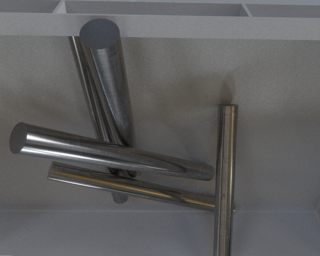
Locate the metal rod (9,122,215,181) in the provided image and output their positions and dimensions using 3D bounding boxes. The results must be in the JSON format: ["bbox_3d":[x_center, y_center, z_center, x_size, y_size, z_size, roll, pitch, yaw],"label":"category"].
[{"bbox_3d":[-0.019,0.038,0.355,0.025,0.025,0.301,-35,149,26],"label":"metal rod"}]

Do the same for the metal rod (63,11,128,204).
[{"bbox_3d":[-0.074,0.000,0.407,0.025,0.025,0.298,-3,130,2],"label":"metal rod"}]

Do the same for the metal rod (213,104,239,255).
[{"bbox_3d":[0.087,0.117,0.420,0.025,0.025,0.298,0,102,0],"label":"metal rod"}]

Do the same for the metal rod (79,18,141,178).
[{"bbox_3d":[-0.039,0.003,0.330,0.025,0.025,0.299,0,156,-1],"label":"metal rod"}]

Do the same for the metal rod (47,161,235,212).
[{"bbox_3d":[-0.012,0.096,0.466,0.302,0.025,0.025,17,128,-24],"label":"metal rod"}]
